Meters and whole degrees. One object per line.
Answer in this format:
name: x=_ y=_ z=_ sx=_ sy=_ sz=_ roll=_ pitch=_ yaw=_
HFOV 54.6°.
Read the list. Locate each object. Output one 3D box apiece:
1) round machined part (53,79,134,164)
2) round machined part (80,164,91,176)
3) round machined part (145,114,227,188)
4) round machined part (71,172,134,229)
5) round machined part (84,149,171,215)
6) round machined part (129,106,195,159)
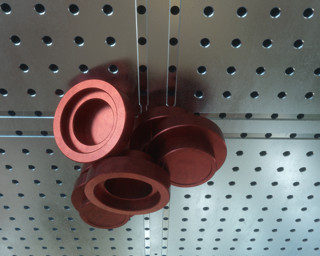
round machined part: x=-0.074 y=-0.005 z=0.370 sx=0.098 sy=0.098 sz=0.042 roll=-22 pitch=162 yaw=17
round machined part: x=-0.067 y=0.083 z=0.443 sx=0.099 sy=0.042 sz=0.097 roll=0 pitch=130 yaw=0
round machined part: x=0.031 y=0.034 z=0.373 sx=0.099 sy=0.042 sz=0.097 roll=0 pitch=130 yaw=0
round machined part: x=-0.074 y=0.105 z=0.433 sx=0.099 sy=0.042 sz=0.097 roll=0 pitch=130 yaw=0
round machined part: x=-0.036 y=0.062 z=0.368 sx=0.098 sy=0.042 sz=0.098 roll=2 pitch=138 yaw=2
round machined part: x=0.010 y=0.023 z=0.393 sx=0.099 sy=0.042 sz=0.097 roll=0 pitch=130 yaw=0
